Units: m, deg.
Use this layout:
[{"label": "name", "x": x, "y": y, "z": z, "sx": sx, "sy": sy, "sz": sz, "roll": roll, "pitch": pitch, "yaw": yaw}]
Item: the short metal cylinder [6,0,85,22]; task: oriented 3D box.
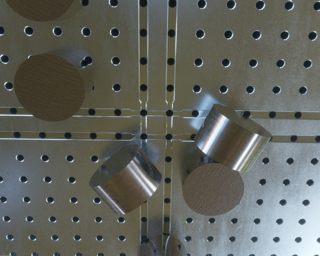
[{"label": "short metal cylinder", "x": -0.126, "y": -0.159, "z": 0.340, "sx": 0.081, "sy": 0.050, "sz": 0.079, "roll": 0, "pitch": 110, "yaw": 0}]

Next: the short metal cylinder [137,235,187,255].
[{"label": "short metal cylinder", "x": 0.004, "y": 0.215, "z": 0.479, "sx": 0.081, "sy": 0.050, "sz": 0.079, "roll": 0, "pitch": 110, "yaw": 0}]

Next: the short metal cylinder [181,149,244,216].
[{"label": "short metal cylinder", "x": 0.070, "y": 0.073, "z": 0.427, "sx": 0.081, "sy": 0.050, "sz": 0.079, "roll": 0, "pitch": 110, "yaw": 0}]

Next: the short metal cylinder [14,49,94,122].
[{"label": "short metal cylinder", "x": -0.127, "y": -0.053, "z": 0.379, "sx": 0.081, "sy": 0.050, "sz": 0.079, "roll": 0, "pitch": 110, "yaw": 0}]

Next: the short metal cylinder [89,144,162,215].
[{"label": "short metal cylinder", "x": -0.045, "y": 0.066, "z": 0.408, "sx": 0.080, "sy": 0.080, "sz": 0.050, "roll": -34, "pitch": 107, "yaw": 11}]

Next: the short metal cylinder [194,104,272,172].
[{"label": "short metal cylinder", "x": 0.090, "y": 0.011, "z": 0.389, "sx": 0.080, "sy": 0.080, "sz": 0.050, "roll": 24, "pitch": 108, "yaw": -9}]
